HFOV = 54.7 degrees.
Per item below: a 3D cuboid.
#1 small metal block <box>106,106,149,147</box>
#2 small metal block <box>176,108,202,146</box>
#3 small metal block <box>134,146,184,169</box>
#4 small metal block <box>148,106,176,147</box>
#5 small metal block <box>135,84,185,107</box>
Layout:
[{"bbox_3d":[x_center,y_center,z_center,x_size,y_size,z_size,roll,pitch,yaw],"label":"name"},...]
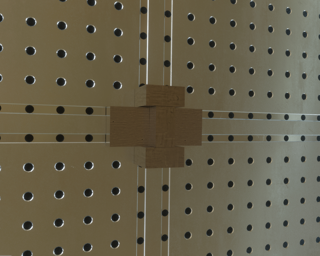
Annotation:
[{"bbox_3d":[-0.042,-0.002,0.398,0.050,0.025,0.050,1,90,-21],"label":"small metal block"},{"bbox_3d":[0.029,-0.001,0.424,0.050,0.025,0.050,1,90,-21],"label":"small metal block"},{"bbox_3d":[-0.002,0.036,0.399,0.050,0.050,0.025,1,90,-20],"label":"small metal block"},{"bbox_3d":[-0.002,-0.002,0.399,0.025,0.050,0.050,1,90,-20],"label":"small metal block"},{"bbox_3d":[-0.001,-0.039,0.399,0.050,0.050,0.025,1,90,-20],"label":"small metal block"}]
